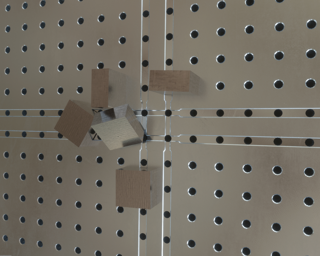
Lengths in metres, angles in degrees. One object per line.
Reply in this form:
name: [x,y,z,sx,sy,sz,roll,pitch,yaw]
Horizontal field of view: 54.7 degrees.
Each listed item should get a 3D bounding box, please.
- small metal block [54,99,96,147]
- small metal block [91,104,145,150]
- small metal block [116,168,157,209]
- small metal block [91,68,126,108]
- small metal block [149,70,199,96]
small metal block: [-0.118,-0.007,0.453,0.050,0.025,0.050,34,101,16]
small metal block: [-0.055,0.000,0.416,0.050,0.050,0.025,-14,41,19]
small metal block: [-0.032,0.081,0.423,0.050,0.025,0.050,0,90,19]
small metal block: [-0.069,-0.052,0.423,0.025,0.050,0.050,1,90,20]
small metal block: [0.019,-0.056,0.392,0.050,0.050,0.025,4,92,19]
